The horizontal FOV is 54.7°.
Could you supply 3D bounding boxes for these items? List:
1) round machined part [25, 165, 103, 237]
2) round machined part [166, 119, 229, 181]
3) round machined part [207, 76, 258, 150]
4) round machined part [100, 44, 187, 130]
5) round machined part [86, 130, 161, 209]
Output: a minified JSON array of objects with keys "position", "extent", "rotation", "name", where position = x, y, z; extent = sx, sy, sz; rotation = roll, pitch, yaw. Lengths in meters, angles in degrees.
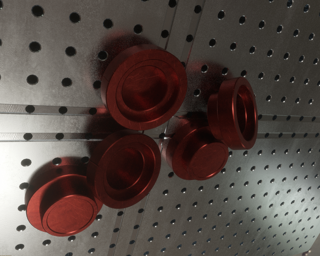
[{"position":[-0.119,0.100,0.398],"extent":[0.099,0.042,0.097],"rotation":[-14,125,-21],"name":"round machined part"},{"position":[0.062,0.039,0.461],"extent":[0.099,0.042,0.097],"rotation":[-14,125,-21],"name":"round machined part"},{"position":[0.098,-0.019,0.423],"extent":[0.099,0.042,0.097],"rotation":[12,75,-55],"name":"round machined part"},{"position":[-0.021,-0.049,0.360],"extent":[0.099,0.042,0.097],"rotation":[-14,125,-21],"name":"round machined part"},{"position":[-0.049,0.048,0.392],"extent":[0.099,0.042,0.097],"rotation":[-16,115,-38],"name":"round machined part"}]
